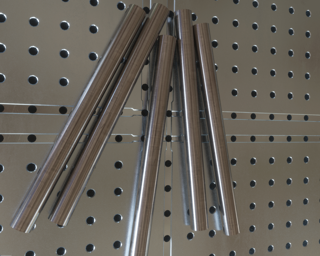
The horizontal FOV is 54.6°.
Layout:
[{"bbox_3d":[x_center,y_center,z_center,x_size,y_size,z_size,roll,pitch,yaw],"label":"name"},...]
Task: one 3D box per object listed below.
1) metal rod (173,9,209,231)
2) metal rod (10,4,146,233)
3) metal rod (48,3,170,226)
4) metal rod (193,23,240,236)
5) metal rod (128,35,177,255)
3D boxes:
[{"bbox_3d":[0.043,-0.009,0.428,0.025,0.025,0.298,-5,92,-20],"label":"metal rod"},{"bbox_3d":[-0.094,-0.019,0.377,0.025,0.025,0.299,29,80,-18],"label":"metal rod"},{"bbox_3d":[-0.060,-0.024,0.391,0.025,0.025,0.299,27,81,-18],"label":"metal rod"},{"bbox_3d":[0.080,0.004,0.441,0.025,0.025,0.298,-11,94,-20],"label":"metal rod"},{"bbox_3d":[-0.010,0.027,0.409,0.025,0.025,0.299,9,87,-20],"label":"metal rod"}]
